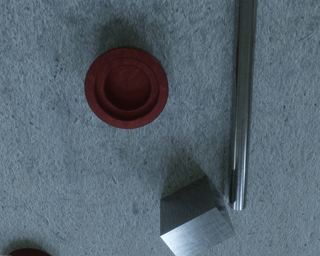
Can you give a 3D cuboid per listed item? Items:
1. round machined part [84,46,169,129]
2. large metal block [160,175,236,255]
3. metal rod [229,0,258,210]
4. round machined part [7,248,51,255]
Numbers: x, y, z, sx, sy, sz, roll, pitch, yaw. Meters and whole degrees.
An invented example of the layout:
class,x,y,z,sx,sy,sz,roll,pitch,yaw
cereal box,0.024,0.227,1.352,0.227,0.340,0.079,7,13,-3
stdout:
class,x,y,z,sx,sy,sz,roll,pitch,yaw
round machined part,-0.039,-0.051,0.381,0.099,0.042,0.097,0,110,0
large metal block,0.048,0.121,0.426,0.080,0.080,0.050,-31,107,11
metal rod,0.106,-0.027,0.400,0.025,0.025,0.298,-3,110,1
round machined part,-0.210,0.243,0.488,0.099,0.042,0.097,0,110,0
